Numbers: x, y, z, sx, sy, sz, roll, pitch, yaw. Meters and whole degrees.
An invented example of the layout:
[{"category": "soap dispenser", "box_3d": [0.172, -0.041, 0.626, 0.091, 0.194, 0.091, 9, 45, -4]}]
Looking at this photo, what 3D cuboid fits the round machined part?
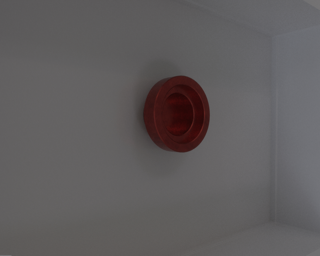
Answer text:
[{"category": "round machined part", "box_3d": [0.017, -0.018, 0.409, 0.099, 0.042, 0.097, 0, 90, -40]}]
